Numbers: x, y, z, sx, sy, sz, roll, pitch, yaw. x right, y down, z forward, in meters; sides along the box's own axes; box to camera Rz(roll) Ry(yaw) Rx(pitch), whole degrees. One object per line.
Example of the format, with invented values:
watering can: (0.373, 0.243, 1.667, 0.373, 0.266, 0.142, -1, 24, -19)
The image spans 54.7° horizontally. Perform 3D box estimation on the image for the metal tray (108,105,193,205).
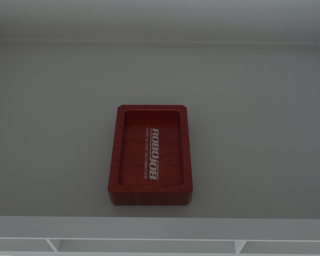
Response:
metal tray: (-0.010, 0.028, 0.377, 0.091, 0.030, 0.130, 0, 50, 0)
